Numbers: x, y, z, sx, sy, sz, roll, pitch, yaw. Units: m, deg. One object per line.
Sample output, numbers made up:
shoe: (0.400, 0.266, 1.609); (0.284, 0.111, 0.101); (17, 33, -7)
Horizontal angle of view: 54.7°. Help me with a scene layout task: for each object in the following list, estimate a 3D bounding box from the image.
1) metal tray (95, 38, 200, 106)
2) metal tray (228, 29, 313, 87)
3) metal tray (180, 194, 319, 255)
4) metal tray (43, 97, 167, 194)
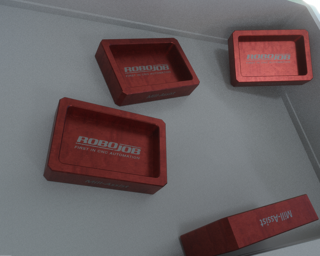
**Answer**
metal tray: (-0.016, -0.085, 0.446); (0.131, 0.030, 0.090); (-13, 68, -34)
metal tray: (0.186, -0.119, 0.527); (0.131, 0.030, 0.089); (-2, 83, -4)
metal tray: (0.100, 0.113, 0.350); (0.131, 0.090, 0.030); (-5, 64, -31)
metal tray: (-0.058, 0.022, 0.358); (0.131, 0.030, 0.090); (13, 56, -22)
